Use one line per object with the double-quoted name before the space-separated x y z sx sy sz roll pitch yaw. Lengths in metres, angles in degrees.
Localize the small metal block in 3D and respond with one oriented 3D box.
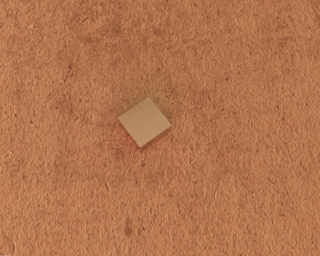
"small metal block" -0.020 -0.004 0.411 0.050 0.025 0.050 -35 74 -12
